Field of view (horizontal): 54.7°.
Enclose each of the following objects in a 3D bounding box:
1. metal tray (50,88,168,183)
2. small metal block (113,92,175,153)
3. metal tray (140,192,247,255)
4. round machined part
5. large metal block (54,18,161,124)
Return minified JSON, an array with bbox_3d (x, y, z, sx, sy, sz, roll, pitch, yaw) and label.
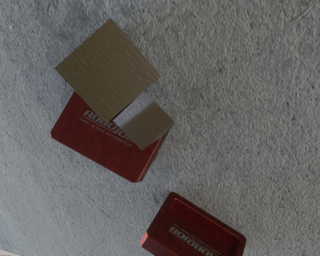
[{"bbox_3d":[-0.063,0.003,0.402,0.130,0.030,0.090,27,84,11],"label":"metal tray"},{"bbox_3d":[-0.018,-0.007,0.369,0.050,0.025,0.050,-44,78,-3],"label":"small metal block"},{"bbox_3d":[0.049,0.159,0.436,0.130,0.090,0.030,31,128,7],"label":"metal tray"},{"bbox_3d":[-0.055,0.025,0.434,0.098,0.042,0.097,15,129,19],"label":"round machined part"},{"bbox_3d":[-0.056,-0.063,0.356,0.080,0.050,0.080,-41,97,4],"label":"large metal block"}]
